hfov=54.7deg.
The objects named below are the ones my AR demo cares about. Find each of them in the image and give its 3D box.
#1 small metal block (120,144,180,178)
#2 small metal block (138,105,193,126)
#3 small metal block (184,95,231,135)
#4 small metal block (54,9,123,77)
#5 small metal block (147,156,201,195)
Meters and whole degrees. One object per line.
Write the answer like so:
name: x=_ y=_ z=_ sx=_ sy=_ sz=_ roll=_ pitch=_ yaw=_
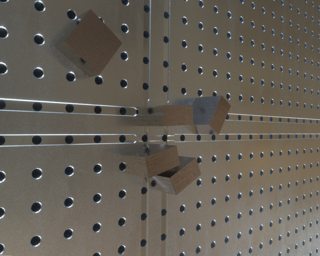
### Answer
small metal block: x=-0.012 y=0.039 z=0.385 sx=0.050 sy=0.050 sz=0.025 roll=-17 pitch=101 yaw=-39
small metal block: x=0.007 y=-0.016 z=0.401 sx=0.050 sy=0.050 sz=0.025 roll=-3 pitch=92 yaw=-40
small metal block: x=0.068 y=-0.018 z=0.453 sx=0.025 sy=0.050 sz=0.050 roll=42 pitch=65 yaw=-33
small metal block: x=-0.078 y=-0.093 z=0.345 sx=0.050 sy=0.025 sz=0.050 roll=44 pitch=63 yaw=-31
small metal block: x=0.017 y=0.060 z=0.409 sx=0.050 sy=0.050 sz=0.025 roll=-32 pitch=110 yaw=-36
